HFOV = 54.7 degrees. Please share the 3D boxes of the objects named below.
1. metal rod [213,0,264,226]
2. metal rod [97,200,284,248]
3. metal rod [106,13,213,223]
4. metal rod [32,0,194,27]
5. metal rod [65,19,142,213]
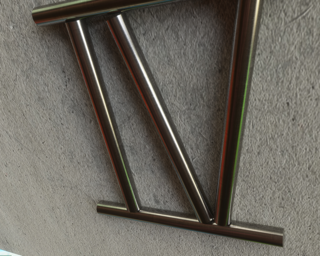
[{"bbox_3d":[0.086,0.002,0.362,0.025,0.025,0.298,12,124,21],"label":"metal rod"},{"bbox_3d":[0.030,0.143,0.478,0.301,0.025,0.025,1,119,27],"label":"metal rod"},{"bbox_3d":[0.008,0.001,0.403,0.025,0.025,0.299,-12,113,33],"label":"metal rod"},{"bbox_3d":[-0.021,-0.140,0.331,0.301,0.025,0.025,1,119,27],"label":"metal rod"},{"bbox_3d":[-0.073,-0.001,0.443,0.025,0.025,0.298,1,119,27],"label":"metal rod"}]
